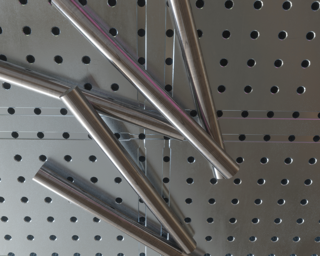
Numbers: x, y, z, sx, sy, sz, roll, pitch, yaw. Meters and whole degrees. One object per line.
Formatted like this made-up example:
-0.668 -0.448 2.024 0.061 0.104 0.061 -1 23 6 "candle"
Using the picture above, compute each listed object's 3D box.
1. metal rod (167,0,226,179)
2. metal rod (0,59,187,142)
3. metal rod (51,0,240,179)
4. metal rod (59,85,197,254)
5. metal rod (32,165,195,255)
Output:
0.046 -0.069 0.388 0.025 0.025 0.298 -16 110 5 "metal rod"
-0.109 -0.042 0.396 0.302 0.025 0.025 19 109 -8 "metal rod"
-0.011 -0.047 0.380 0.025 0.025 0.300 -43 100 14 "metal rod"
-0.031 0.071 0.424 0.025 0.025 0.299 -30 113 10 "metal rod"
-0.051 0.146 0.466 0.301 0.025 0.025 35 106 -13 "metal rod"
